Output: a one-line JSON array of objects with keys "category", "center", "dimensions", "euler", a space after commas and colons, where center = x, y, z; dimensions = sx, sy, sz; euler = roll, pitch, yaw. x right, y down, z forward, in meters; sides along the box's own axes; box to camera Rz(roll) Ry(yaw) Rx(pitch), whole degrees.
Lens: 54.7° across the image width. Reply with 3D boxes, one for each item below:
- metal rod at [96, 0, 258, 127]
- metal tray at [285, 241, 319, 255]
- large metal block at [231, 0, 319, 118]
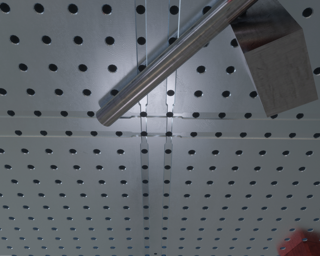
[{"category": "metal rod", "center": [0.034, -0.093, 0.332], "dimensions": [0.299, 0.025, 0.025], "euler": [-37, 121, 27]}, {"category": "metal tray", "center": [0.337, 0.284, 0.653], "dimensions": [0.131, 0.030, 0.089], "euler": [15, 129, -13]}, {"category": "large metal block", "center": [0.113, -0.072, 0.315], "dimensions": [0.050, 0.080, 0.080], "euler": [-21, 127, 17]}]
